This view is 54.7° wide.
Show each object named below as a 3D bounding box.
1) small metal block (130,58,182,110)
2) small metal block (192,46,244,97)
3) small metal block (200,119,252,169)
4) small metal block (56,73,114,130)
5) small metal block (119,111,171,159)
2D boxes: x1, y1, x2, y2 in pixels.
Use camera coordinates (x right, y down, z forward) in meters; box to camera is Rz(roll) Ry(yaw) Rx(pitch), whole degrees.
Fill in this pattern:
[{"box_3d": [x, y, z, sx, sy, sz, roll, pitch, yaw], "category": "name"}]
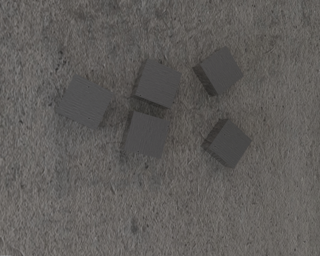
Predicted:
[{"box_3d": [-0.005, -0.057, 0.407, 0.050, 0.025, 0.050, 20, 83, -19], "category": "small metal block"}, {"box_3d": [0.082, -0.080, 0.439, 0.050, 0.025, 0.050, -37, 102, -16], "category": "small metal block"}, {"box_3d": [0.095, 0.022, 0.444, 0.050, 0.025, 0.050, 40, 77, -16], "category": "small metal block"}, {"box_3d": [-0.091, -0.030, 0.375, 0.050, 0.025, 0.050, 26, 81, -18], "category": "small metal block"}, {"box_3d": [-0.020, 0.009, 0.402, 0.050, 0.025, 0.050, 16, 85, -20], "category": "small metal block"}]
